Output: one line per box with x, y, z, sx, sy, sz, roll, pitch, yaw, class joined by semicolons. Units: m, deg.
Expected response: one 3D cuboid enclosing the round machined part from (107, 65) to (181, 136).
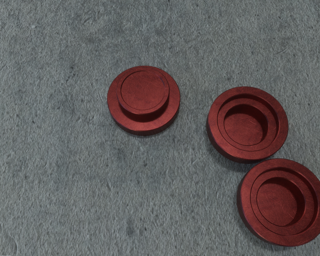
-0.022;-0.042;0.414;0.099;0.042;0.098;0;70;0;round machined part

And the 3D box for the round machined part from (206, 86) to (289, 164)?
0.109;-0.001;0.400;0.099;0.042;0.098;0;70;0;round machined part

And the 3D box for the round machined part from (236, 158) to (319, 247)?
0.140;0.088;0.368;0.099;0.042;0.098;0;70;0;round machined part
